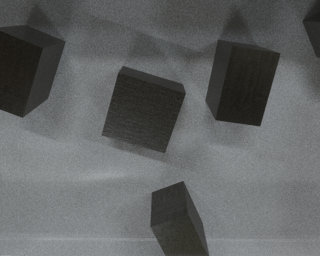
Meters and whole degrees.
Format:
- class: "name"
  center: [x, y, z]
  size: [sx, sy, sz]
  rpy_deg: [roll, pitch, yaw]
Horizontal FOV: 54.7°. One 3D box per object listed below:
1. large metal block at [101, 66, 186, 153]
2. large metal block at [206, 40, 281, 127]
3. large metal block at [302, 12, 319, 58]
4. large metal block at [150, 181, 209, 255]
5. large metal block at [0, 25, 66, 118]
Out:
- class: "large metal block"
  center: [-0.020, -0.024, 0.389]
  size: [0.080, 0.050, 0.079]
  rpy_deg: [16, 109, -6]
- class: "large metal block"
  center: [0.091, -0.056, 0.362]
  size: [0.050, 0.080, 0.079]
  rpy_deg: [8, 110, -3]
- class: "large metal block"
  center: [0.221, -0.115, 0.341]
  size: [0.080, 0.080, 0.050]
  rpy_deg: [-28, 108, 10]
- class: "large metal block"
  center: [0.027, 0.135, 0.432]
  size: [0.050, 0.080, 0.080]
  rpy_deg: [-22, 109, 8]
- class: "large metal block"
  center: [-0.156, -0.068, 0.355]
  size: [0.050, 0.080, 0.079]
  rpy_deg: [22, 109, -8]
